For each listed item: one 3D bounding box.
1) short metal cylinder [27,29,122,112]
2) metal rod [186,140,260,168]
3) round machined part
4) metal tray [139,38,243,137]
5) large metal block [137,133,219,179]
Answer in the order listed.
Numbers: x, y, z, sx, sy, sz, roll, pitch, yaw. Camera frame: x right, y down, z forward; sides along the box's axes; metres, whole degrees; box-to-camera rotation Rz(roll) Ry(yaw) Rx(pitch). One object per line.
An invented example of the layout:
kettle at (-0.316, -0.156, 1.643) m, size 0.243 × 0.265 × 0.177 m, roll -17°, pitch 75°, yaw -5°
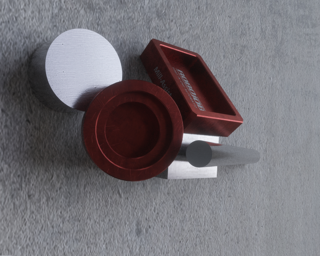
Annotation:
short metal cylinder at (-0.087, -0.056, 0.318) m, size 0.081 × 0.050 × 0.079 m, roll 0°, pitch 90°, yaw -40°
metal rod at (0.101, 0.037, 0.416) m, size 0.301 × 0.025 × 0.025 m, roll 12°, pitch 82°, yaw -64°
round machined part at (-0.030, 0.002, 0.314) m, size 0.099 × 0.042 × 0.097 m, roll 0°, pitch 89°, yaw -20°
metal tray at (0.038, -0.050, 0.387) m, size 0.091 × 0.030 × 0.130 m, roll 6°, pitch 47°, yaw -40°
large metal block at (0.014, 0.032, 0.384) m, size 0.081 × 0.080 × 0.050 m, roll 6°, pitch 87°, yaw -40°
